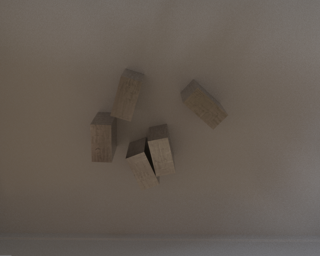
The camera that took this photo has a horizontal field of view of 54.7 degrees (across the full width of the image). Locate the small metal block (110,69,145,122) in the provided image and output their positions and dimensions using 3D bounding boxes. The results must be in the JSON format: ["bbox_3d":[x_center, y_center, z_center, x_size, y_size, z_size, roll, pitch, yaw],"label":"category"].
[{"bbox_3d":[-0.039,-0.042,0.382,0.025,0.050,0.050,16,109,-6],"label":"small metal block"}]

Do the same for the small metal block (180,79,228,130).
[{"bbox_3d":[0.054,-0.031,0.387,0.050,0.050,0.025,40,105,-14],"label":"small metal block"}]

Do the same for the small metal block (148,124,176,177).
[{"bbox_3d":[0.002,0.028,0.408,0.025,0.050,0.050,-11,110,4],"label":"small metal block"}]

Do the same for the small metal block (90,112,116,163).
[{"bbox_3d":[-0.072,0.011,0.401,0.025,0.050,0.050,2,110,-1],"label":"small metal block"}]

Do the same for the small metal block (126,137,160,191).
[{"bbox_3d":[-0.022,0.047,0.415,0.025,0.050,0.050,-21,109,7],"label":"small metal block"}]
